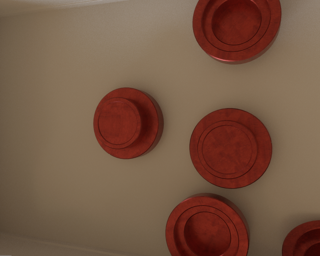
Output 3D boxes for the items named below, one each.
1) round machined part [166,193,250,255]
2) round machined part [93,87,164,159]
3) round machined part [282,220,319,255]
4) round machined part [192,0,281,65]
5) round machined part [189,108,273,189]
[{"bbox_3d":[0.060,0.128,0.380,0.098,0.042,0.097,0,90,20],"label":"round machined part"},{"bbox_3d":[-0.048,-0.006,0.418,0.098,0.042,0.097,0,90,20],"label":"round machined part"},{"bbox_3d":[0.178,0.146,0.317,0.098,0.098,0.042,-1,122,20],"label":"round machined part"},{"bbox_3d":[0.092,-0.124,0.369,0.098,0.042,0.097,0,90,20],"label":"round machined part"},{"bbox_3d":[0.083,0.025,0.372,0.098,0.042,0.097,0,90,20],"label":"round machined part"}]
